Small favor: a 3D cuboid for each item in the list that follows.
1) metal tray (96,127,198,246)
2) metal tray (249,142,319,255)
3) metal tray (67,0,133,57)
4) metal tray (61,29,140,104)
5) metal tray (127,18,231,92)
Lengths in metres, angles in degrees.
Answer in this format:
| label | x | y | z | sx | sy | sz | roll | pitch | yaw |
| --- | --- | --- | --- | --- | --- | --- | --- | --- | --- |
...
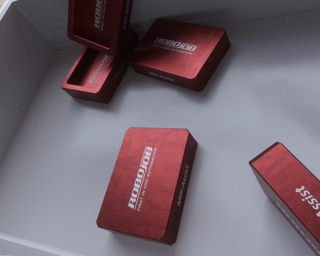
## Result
| label | x | y | z | sx | sy | sz | roll | pitch | yaw |
| --- | --- | --- | --- | --- | --- | --- | --- | --- | --- |
| metal tray | -0.014 | 0.063 | 0.371 | 0.090 | 0.030 | 0.130 | 2 | 62 | 29 |
| metal tray | 0.130 | 0.080 | 0.246 | 0.030 | 0.090 | 0.130 | -37 | 51 | 4 |
| metal tray | -0.087 | -0.181 | 0.450 | 0.090 | 0.129 | 0.030 | 25 | 35 | 15 |
| metal tray | -0.097 | -0.107 | 0.519 | 0.090 | 0.030 | 0.130 | 13 | 68 | 33 |
| metal tray | 0.025 | -0.112 | 0.458 | 0.130 | 0.030 | 0.090 | 23 | 74 | 36 |
